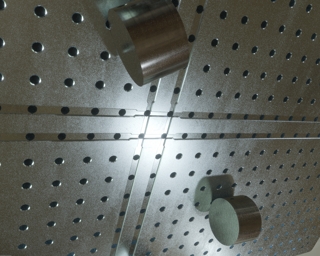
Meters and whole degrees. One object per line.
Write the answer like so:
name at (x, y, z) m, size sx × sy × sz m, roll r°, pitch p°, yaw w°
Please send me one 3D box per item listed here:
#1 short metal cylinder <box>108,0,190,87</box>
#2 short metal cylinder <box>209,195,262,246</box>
short metal cylinder at (-0.012, -0.089, 0.314) m, size 0.050 × 0.080 × 0.080 m, roll -26°, pitch 128°, yaw -13°
short metal cylinder at (0.131, 0.162, 0.547) m, size 0.050 × 0.080 × 0.079 m, roll 0°, pitch 119°, yaw -28°
